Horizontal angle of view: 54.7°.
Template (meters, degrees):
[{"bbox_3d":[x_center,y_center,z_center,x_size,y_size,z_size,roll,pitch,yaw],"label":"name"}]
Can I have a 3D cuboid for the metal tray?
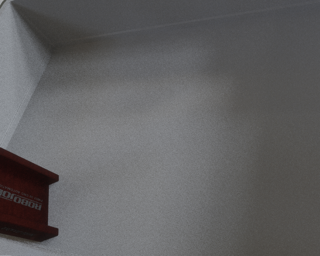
[{"bbox_3d":[-0.176,0.087,0.393,0.030,0.130,0.090,-24,54,15],"label":"metal tray"}]
